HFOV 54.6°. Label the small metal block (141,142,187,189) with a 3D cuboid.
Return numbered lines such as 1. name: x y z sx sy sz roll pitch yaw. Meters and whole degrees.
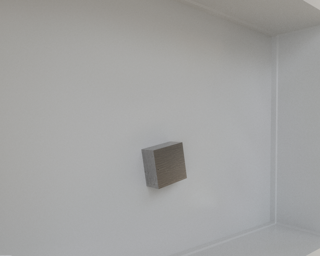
1. small metal block: 0.006 0.048 0.411 0.050 0.025 0.050 -13 98 -39
